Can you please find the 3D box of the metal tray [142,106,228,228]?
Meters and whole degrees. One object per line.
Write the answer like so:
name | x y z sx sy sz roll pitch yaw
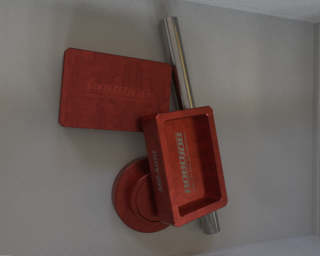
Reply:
metal tray | 0.033 0.042 0.379 0.091 0.030 0.129 -11 91 -37

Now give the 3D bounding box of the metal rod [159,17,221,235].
metal rod | 0.042 0.000 0.427 0.025 0.025 0.298 -14 95 -20

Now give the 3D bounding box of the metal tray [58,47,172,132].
metal tray | -0.053 -0.042 0.381 0.131 0.030 0.089 5 89 -21

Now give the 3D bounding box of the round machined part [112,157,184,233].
round machined part | -0.009 0.087 0.399 0.099 0.042 0.097 0 90 -21

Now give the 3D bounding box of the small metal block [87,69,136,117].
small metal block | -0.062 -0.044 0.388 0.050 0.025 0.050 -15 96 -20
